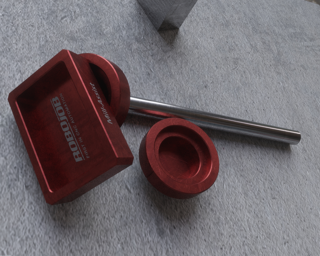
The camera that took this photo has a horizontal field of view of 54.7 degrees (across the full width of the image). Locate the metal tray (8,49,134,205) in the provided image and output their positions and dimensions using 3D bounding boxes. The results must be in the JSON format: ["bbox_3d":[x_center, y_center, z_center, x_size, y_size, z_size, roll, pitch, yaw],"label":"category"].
[{"bbox_3d":[-0.093,-0.001,0.312,0.130,0.090,0.030,62,18,16],"label":"metal tray"}]

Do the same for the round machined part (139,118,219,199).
[{"bbox_3d":[0.019,0.040,0.379,0.099,0.042,0.098,14,56,-21],"label":"round machined part"}]

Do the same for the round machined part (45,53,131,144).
[{"bbox_3d":[-0.076,-0.030,0.347,0.098,0.098,0.042,63,18,16],"label":"round machined part"}]

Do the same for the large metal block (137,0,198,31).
[{"bbox_3d":[0.011,-0.220,0.509,0.050,0.080,0.080,-20,73,-36],"label":"large metal block"}]

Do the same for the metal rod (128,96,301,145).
[{"bbox_3d":[0.087,-0.008,0.454,0.302,0.025,0.025,10,58,-23],"label":"metal rod"}]
